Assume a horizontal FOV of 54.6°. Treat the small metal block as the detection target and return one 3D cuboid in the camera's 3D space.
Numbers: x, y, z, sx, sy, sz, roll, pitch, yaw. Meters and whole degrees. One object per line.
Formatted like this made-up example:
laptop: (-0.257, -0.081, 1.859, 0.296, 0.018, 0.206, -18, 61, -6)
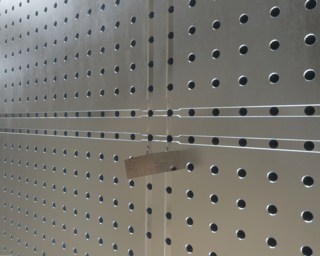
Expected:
small metal block: (-0.009, 0.047, 0.402, 0.050, 0.050, 0.025, -17, 79, 39)
